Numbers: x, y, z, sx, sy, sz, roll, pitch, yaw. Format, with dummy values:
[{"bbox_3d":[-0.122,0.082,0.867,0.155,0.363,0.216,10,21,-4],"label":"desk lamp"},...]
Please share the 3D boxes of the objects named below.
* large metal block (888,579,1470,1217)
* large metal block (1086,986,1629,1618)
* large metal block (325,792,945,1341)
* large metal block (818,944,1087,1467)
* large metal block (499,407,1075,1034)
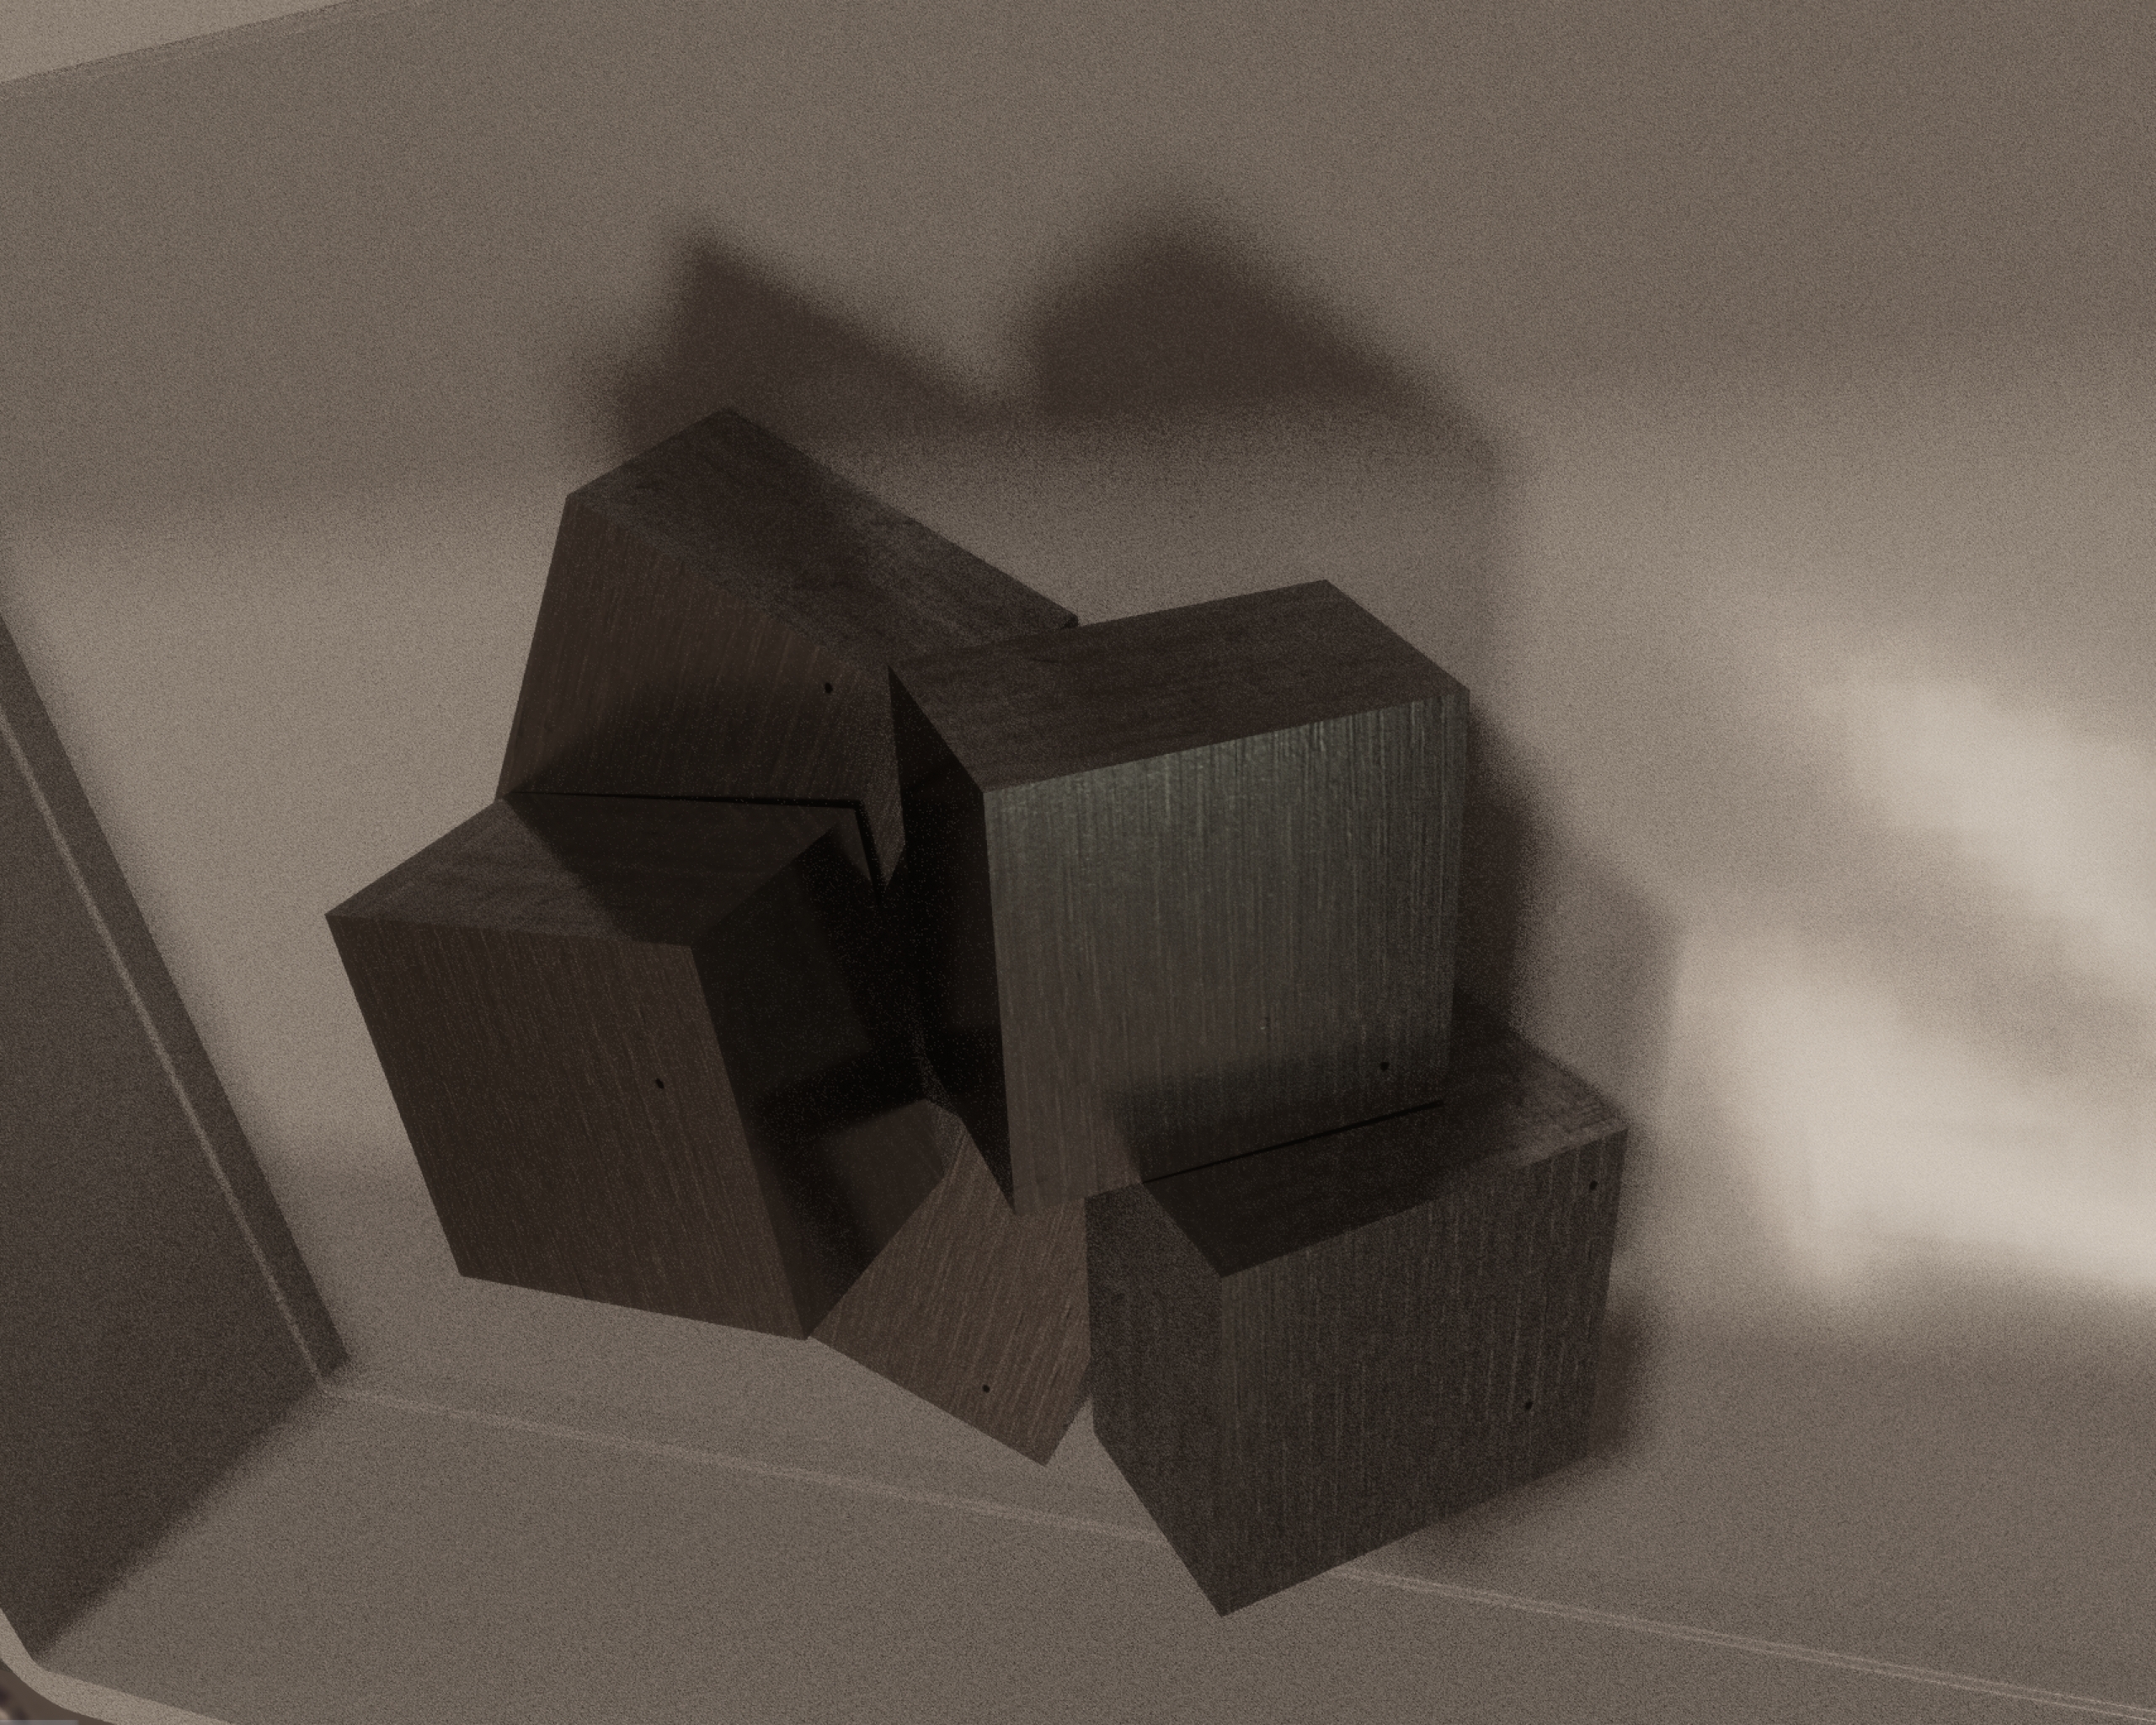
[{"bbox_3d":[0.017,0.004,0.356,0.081,0.050,0.079,-13,122,-17],"label":"large metal block"},{"bbox_3d":[0.049,0.079,0.384,0.050,0.081,0.079,45,144,51],"label":"large metal block"},{"bbox_3d":[-0.079,0.035,0.386,0.080,0.050,0.079,3,119,27],"label":"large metal block"},{"bbox_3d":[-0.022,0.067,0.438,0.080,0.050,0.079,26,128,11],"label":"large metal block"},{"bbox_3d":[-0.059,-0.027,0.404,0.080,0.050,0.079,31,128,7],"label":"large metal block"}]
